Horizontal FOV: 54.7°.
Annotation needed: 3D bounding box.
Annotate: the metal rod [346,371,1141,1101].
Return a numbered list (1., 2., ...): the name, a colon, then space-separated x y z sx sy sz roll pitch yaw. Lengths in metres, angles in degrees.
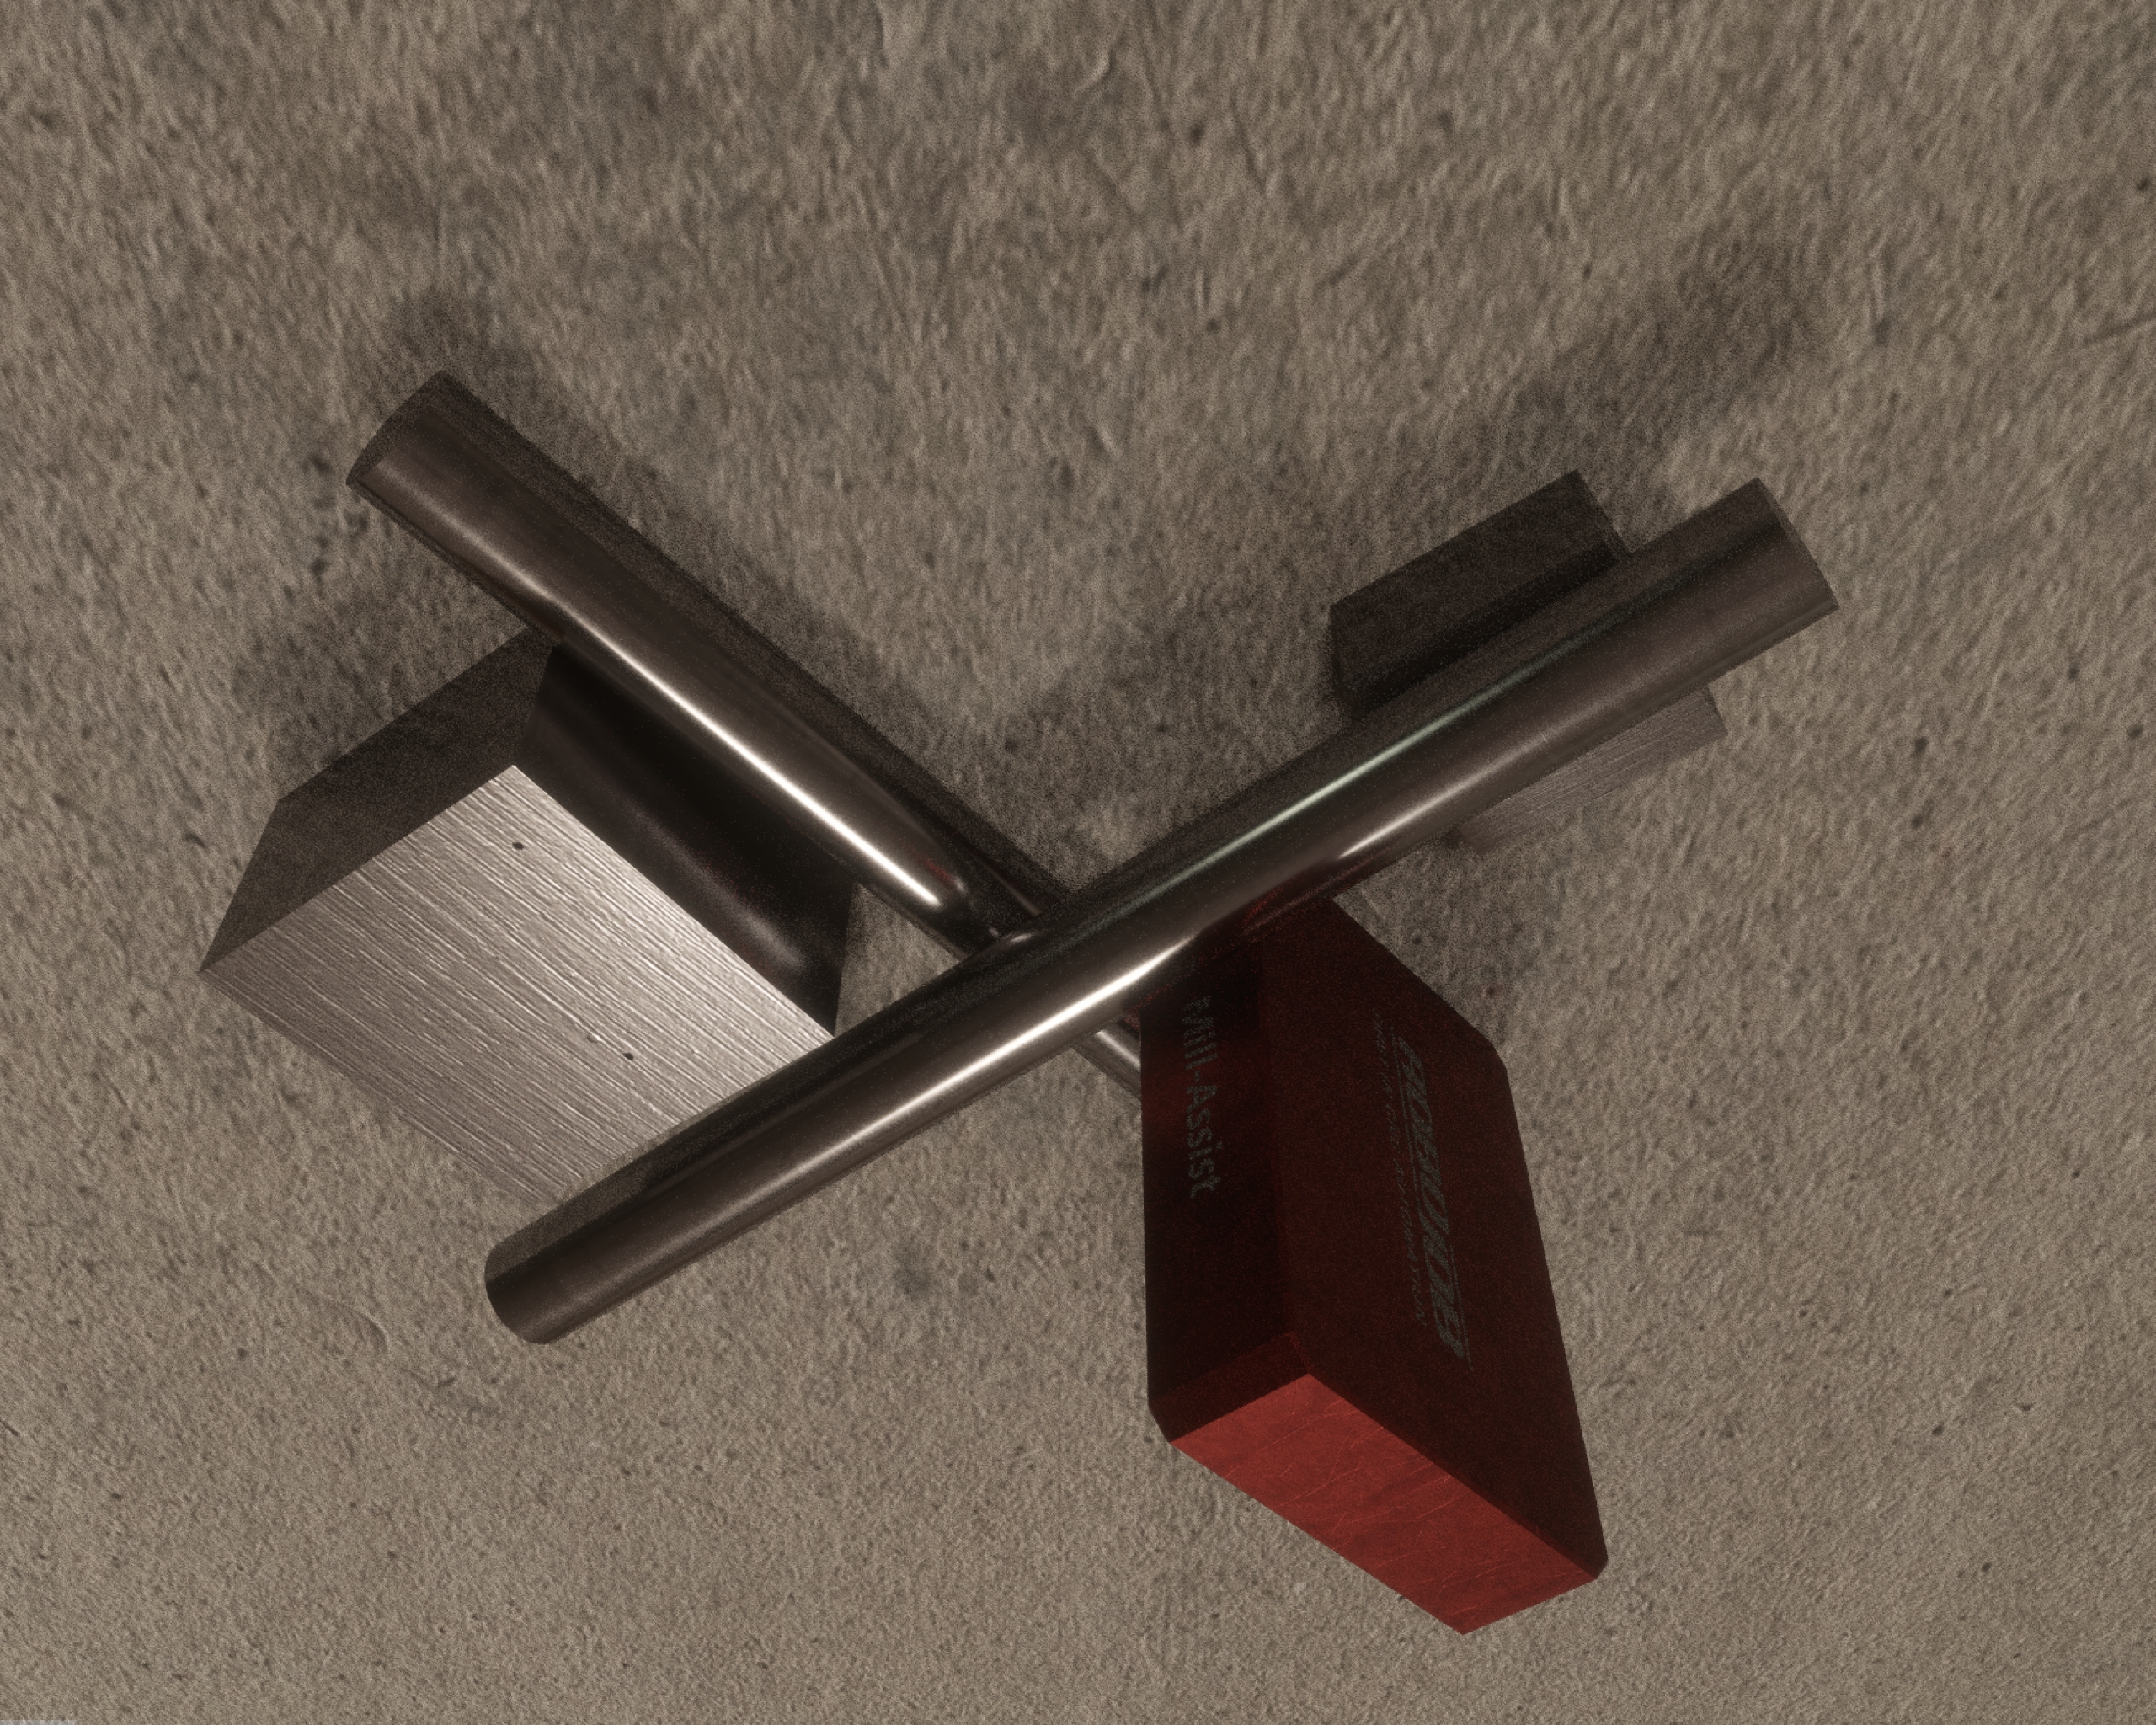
1. metal rod: -0.013 0.012 0.419 0.025 0.025 0.301 -35 123 25

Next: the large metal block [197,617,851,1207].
1. large metal block: -0.101 0.010 0.398 0.080 0.050 0.080 -30 125 22

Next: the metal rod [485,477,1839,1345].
1. metal rod: -0.002 0.021 0.393 0.300 0.025 0.025 -32 124 23

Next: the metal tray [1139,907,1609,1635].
1. metal tray: 0.053 0.066 0.396 0.030 0.130 0.090 -35 122 26

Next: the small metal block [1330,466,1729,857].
1. small metal block: 0.082 -0.035 0.380 0.050 0.025 0.050 -28 125 21
